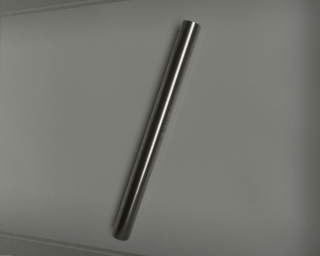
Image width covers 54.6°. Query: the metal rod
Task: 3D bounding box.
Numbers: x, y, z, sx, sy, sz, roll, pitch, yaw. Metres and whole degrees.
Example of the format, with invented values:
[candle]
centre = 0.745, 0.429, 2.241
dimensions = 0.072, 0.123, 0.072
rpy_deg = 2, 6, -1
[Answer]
[metal rod]
centre = -0.007, 0.008, 0.411
dimensions = 0.025, 0.025, 0.298
rpy_deg = 21, 97, 19
